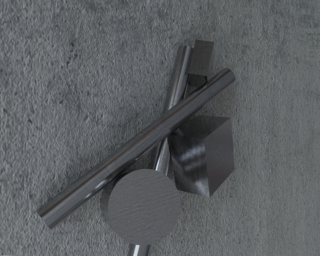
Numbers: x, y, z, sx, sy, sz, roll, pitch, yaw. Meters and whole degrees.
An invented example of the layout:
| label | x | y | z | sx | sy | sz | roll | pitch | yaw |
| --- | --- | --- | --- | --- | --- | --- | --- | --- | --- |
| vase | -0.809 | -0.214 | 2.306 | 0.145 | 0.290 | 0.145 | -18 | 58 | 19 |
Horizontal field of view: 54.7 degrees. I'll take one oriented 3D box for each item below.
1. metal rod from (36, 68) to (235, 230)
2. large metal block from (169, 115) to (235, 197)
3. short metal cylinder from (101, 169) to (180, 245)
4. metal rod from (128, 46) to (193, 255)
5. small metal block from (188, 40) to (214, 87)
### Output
| label | x | y | z | sx | sy | sz | roll | pitch | yaw |
| --- | --- | --- | --- | --- | --- | --- | --- | --- | --- |
| metal rod | -0.010 | 0.009 | 0.375 | 0.302 | 0.025 | 0.025 | -38 | 114 | -26 |
| large metal block | 0.060 | 0.034 | 0.420 | 0.081 | 0.050 | 0.079 | -31 | 119 | -49 |
| short metal cylinder | -0.024 | 0.086 | 0.354 | 0.081 | 0.050 | 0.080 | 2 | 83 | -19 |
| metal rod | 0.003 | 0.033 | 0.408 | 0.025 | 0.025 | 0.299 | 22 | 76 | -38 |
| small metal block | 0.059 | -0.089 | 0.439 | 0.050 | 0.025 | 0.050 | 56 | 46 | -74 |
